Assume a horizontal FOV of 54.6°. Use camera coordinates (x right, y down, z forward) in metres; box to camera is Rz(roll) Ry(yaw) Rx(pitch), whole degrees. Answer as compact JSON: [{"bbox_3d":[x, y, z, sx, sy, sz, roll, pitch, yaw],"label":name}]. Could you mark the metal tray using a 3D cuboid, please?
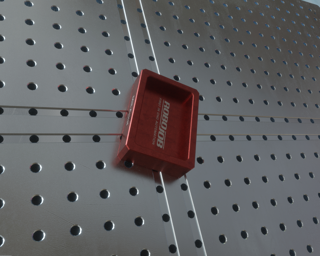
[{"bbox_3d":[0.003,-0.009,0.411,0.090,0.030,0.130,20,54,-17],"label":"metal tray"}]
